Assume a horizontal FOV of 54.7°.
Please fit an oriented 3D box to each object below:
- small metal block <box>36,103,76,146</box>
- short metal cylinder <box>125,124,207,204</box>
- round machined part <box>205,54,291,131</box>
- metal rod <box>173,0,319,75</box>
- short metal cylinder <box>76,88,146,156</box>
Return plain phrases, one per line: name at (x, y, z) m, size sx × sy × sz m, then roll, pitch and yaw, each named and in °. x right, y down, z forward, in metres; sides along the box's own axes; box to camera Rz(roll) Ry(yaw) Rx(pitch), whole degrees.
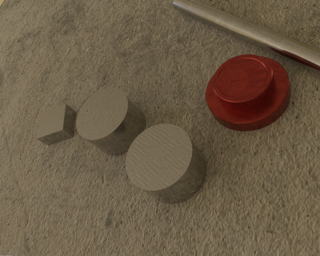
small metal block at (-0.165, -0.005, 0.494) m, size 0.050 × 0.025 × 0.050 m, roll -17°, pitch 55°, yaw 18°
short metal cylinder at (0.008, 0.042, 0.358) m, size 0.080 × 0.050 × 0.080 m, roll -13°, pitch 56°, yaw 21°
round machined part at (0.101, -0.048, 0.370) m, size 0.098 × 0.042 × 0.098 m, roll -13°, pitch 56°, yaw 21°
metal rod at (0.119, -0.132, 0.421) m, size 0.025 × 0.025 × 0.300 m, roll -46°, pitch 51°, yaw -4°
short metal cylinder at (-0.067, -0.008, 0.428) m, size 0.080 × 0.050 × 0.080 m, roll -13°, pitch 56°, yaw 21°
